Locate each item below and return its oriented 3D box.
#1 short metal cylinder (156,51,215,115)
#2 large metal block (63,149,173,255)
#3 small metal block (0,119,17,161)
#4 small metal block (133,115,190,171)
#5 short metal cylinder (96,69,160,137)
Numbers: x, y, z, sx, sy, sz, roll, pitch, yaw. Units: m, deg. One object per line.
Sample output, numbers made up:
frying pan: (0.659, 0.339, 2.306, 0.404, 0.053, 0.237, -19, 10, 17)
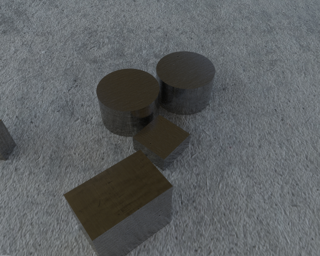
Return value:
short metal cylinder: (0.035, -0.065, 0.442, 0.081, 0.050, 0.080, 0, 50, 0)
large metal block: (-0.036, 0.080, 0.300, 0.081, 0.080, 0.050, -30, 57, -23)
small metal block: (-0.212, 0.011, 0.375, 0.050, 0.050, 0.025, 10, 51, 8)
small metal block: (0.002, 0.017, 0.389, 0.050, 0.025, 0.050, 33, 57, 24)
short metal cylinder: (-0.041, -0.035, 0.416, 0.081, 0.050, 0.080, 0, 50, 0)
